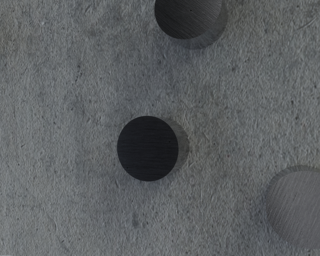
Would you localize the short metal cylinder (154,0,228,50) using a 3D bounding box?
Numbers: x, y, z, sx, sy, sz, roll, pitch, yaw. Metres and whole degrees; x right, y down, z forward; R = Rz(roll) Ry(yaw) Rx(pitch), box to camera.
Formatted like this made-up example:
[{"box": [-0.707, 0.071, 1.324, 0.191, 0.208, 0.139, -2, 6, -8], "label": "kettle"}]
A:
[{"box": [0.040, -0.142, 0.382, 0.080, 0.050, 0.080, 0, 90, 20], "label": "short metal cylinder"}]

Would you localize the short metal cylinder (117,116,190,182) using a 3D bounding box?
[{"box": [-0.007, 0.025, 0.398, 0.080, 0.050, 0.080, 0, 90, 20], "label": "short metal cylinder"}]

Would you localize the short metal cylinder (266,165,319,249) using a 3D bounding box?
[{"box": [0.159, 0.083, 0.339, 0.080, 0.050, 0.080, 0, 90, 20], "label": "short metal cylinder"}]
